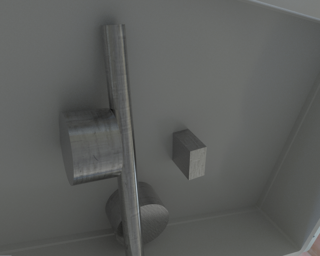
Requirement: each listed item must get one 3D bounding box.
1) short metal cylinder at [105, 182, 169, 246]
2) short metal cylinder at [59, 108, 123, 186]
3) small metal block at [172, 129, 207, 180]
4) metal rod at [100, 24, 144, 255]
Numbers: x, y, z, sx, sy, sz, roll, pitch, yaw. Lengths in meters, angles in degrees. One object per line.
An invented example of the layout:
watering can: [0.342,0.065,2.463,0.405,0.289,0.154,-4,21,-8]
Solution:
short metal cylinder: [-0.034,0.126,0.454,0.081,0.050,0.079,-14,125,-21]
short metal cylinder: [-0.079,0.020,0.343,0.050,0.080,0.079,-8,122,-25]
small metal block: [0.040,0.037,0.439,0.025,0.050,0.050,-14,125,-21]
metal rod: [-0.041,0.034,0.368,0.025,0.025,0.298,-12,111,-23]
